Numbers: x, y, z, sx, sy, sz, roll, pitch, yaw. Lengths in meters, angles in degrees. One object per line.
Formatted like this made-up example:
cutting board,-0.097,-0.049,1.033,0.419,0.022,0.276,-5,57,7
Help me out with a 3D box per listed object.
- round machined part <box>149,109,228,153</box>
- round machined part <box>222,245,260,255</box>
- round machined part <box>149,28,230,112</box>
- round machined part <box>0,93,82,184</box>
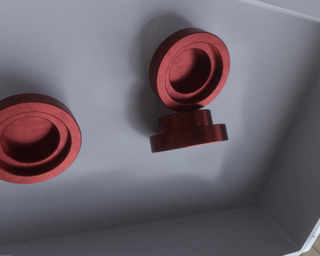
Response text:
round machined part,0.035,0.003,0.397,0.099,0.098,0.042,-8,86,-25
round machined part,0.170,0.298,0.681,0.099,0.042,0.097,-14,125,-21
round machined part,0.031,-0.071,0.373,0.099,0.042,0.097,-14,125,-21
round machined part,-0.137,0.008,0.328,0.099,0.042,0.097,-14,125,-21
